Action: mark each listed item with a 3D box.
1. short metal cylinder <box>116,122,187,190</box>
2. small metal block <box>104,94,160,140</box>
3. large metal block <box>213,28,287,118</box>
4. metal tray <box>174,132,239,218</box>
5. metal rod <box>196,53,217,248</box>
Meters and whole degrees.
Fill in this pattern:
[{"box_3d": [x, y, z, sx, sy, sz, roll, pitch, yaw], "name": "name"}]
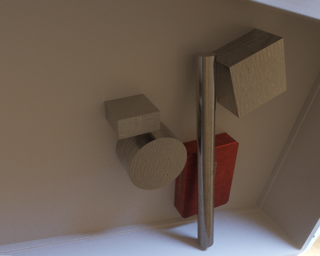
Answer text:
[{"box_3d": [-0.012, 0.034, 0.409, 0.081, 0.050, 0.079, -14, 125, -21], "name": "short metal cylinder"}, {"box_3d": [-0.033, -0.015, 0.366, 0.050, 0.050, 0.025, -14, 124, -21], "name": "small metal block"}, {"box_3d": [0.117, -0.073, 0.413, 0.080, 0.050, 0.080, -30, 129, -10], "name": "large metal block"}, {"box_3d": [0.072, 0.077, 0.495, 0.091, 0.030, 0.129, -13, 124, -22], "name": "metal tray"}, {"box_3d": [0.064, 0.047, 0.433, 0.025, 0.025, 0.298, -14, 117, -21], "name": "metal rod"}]
